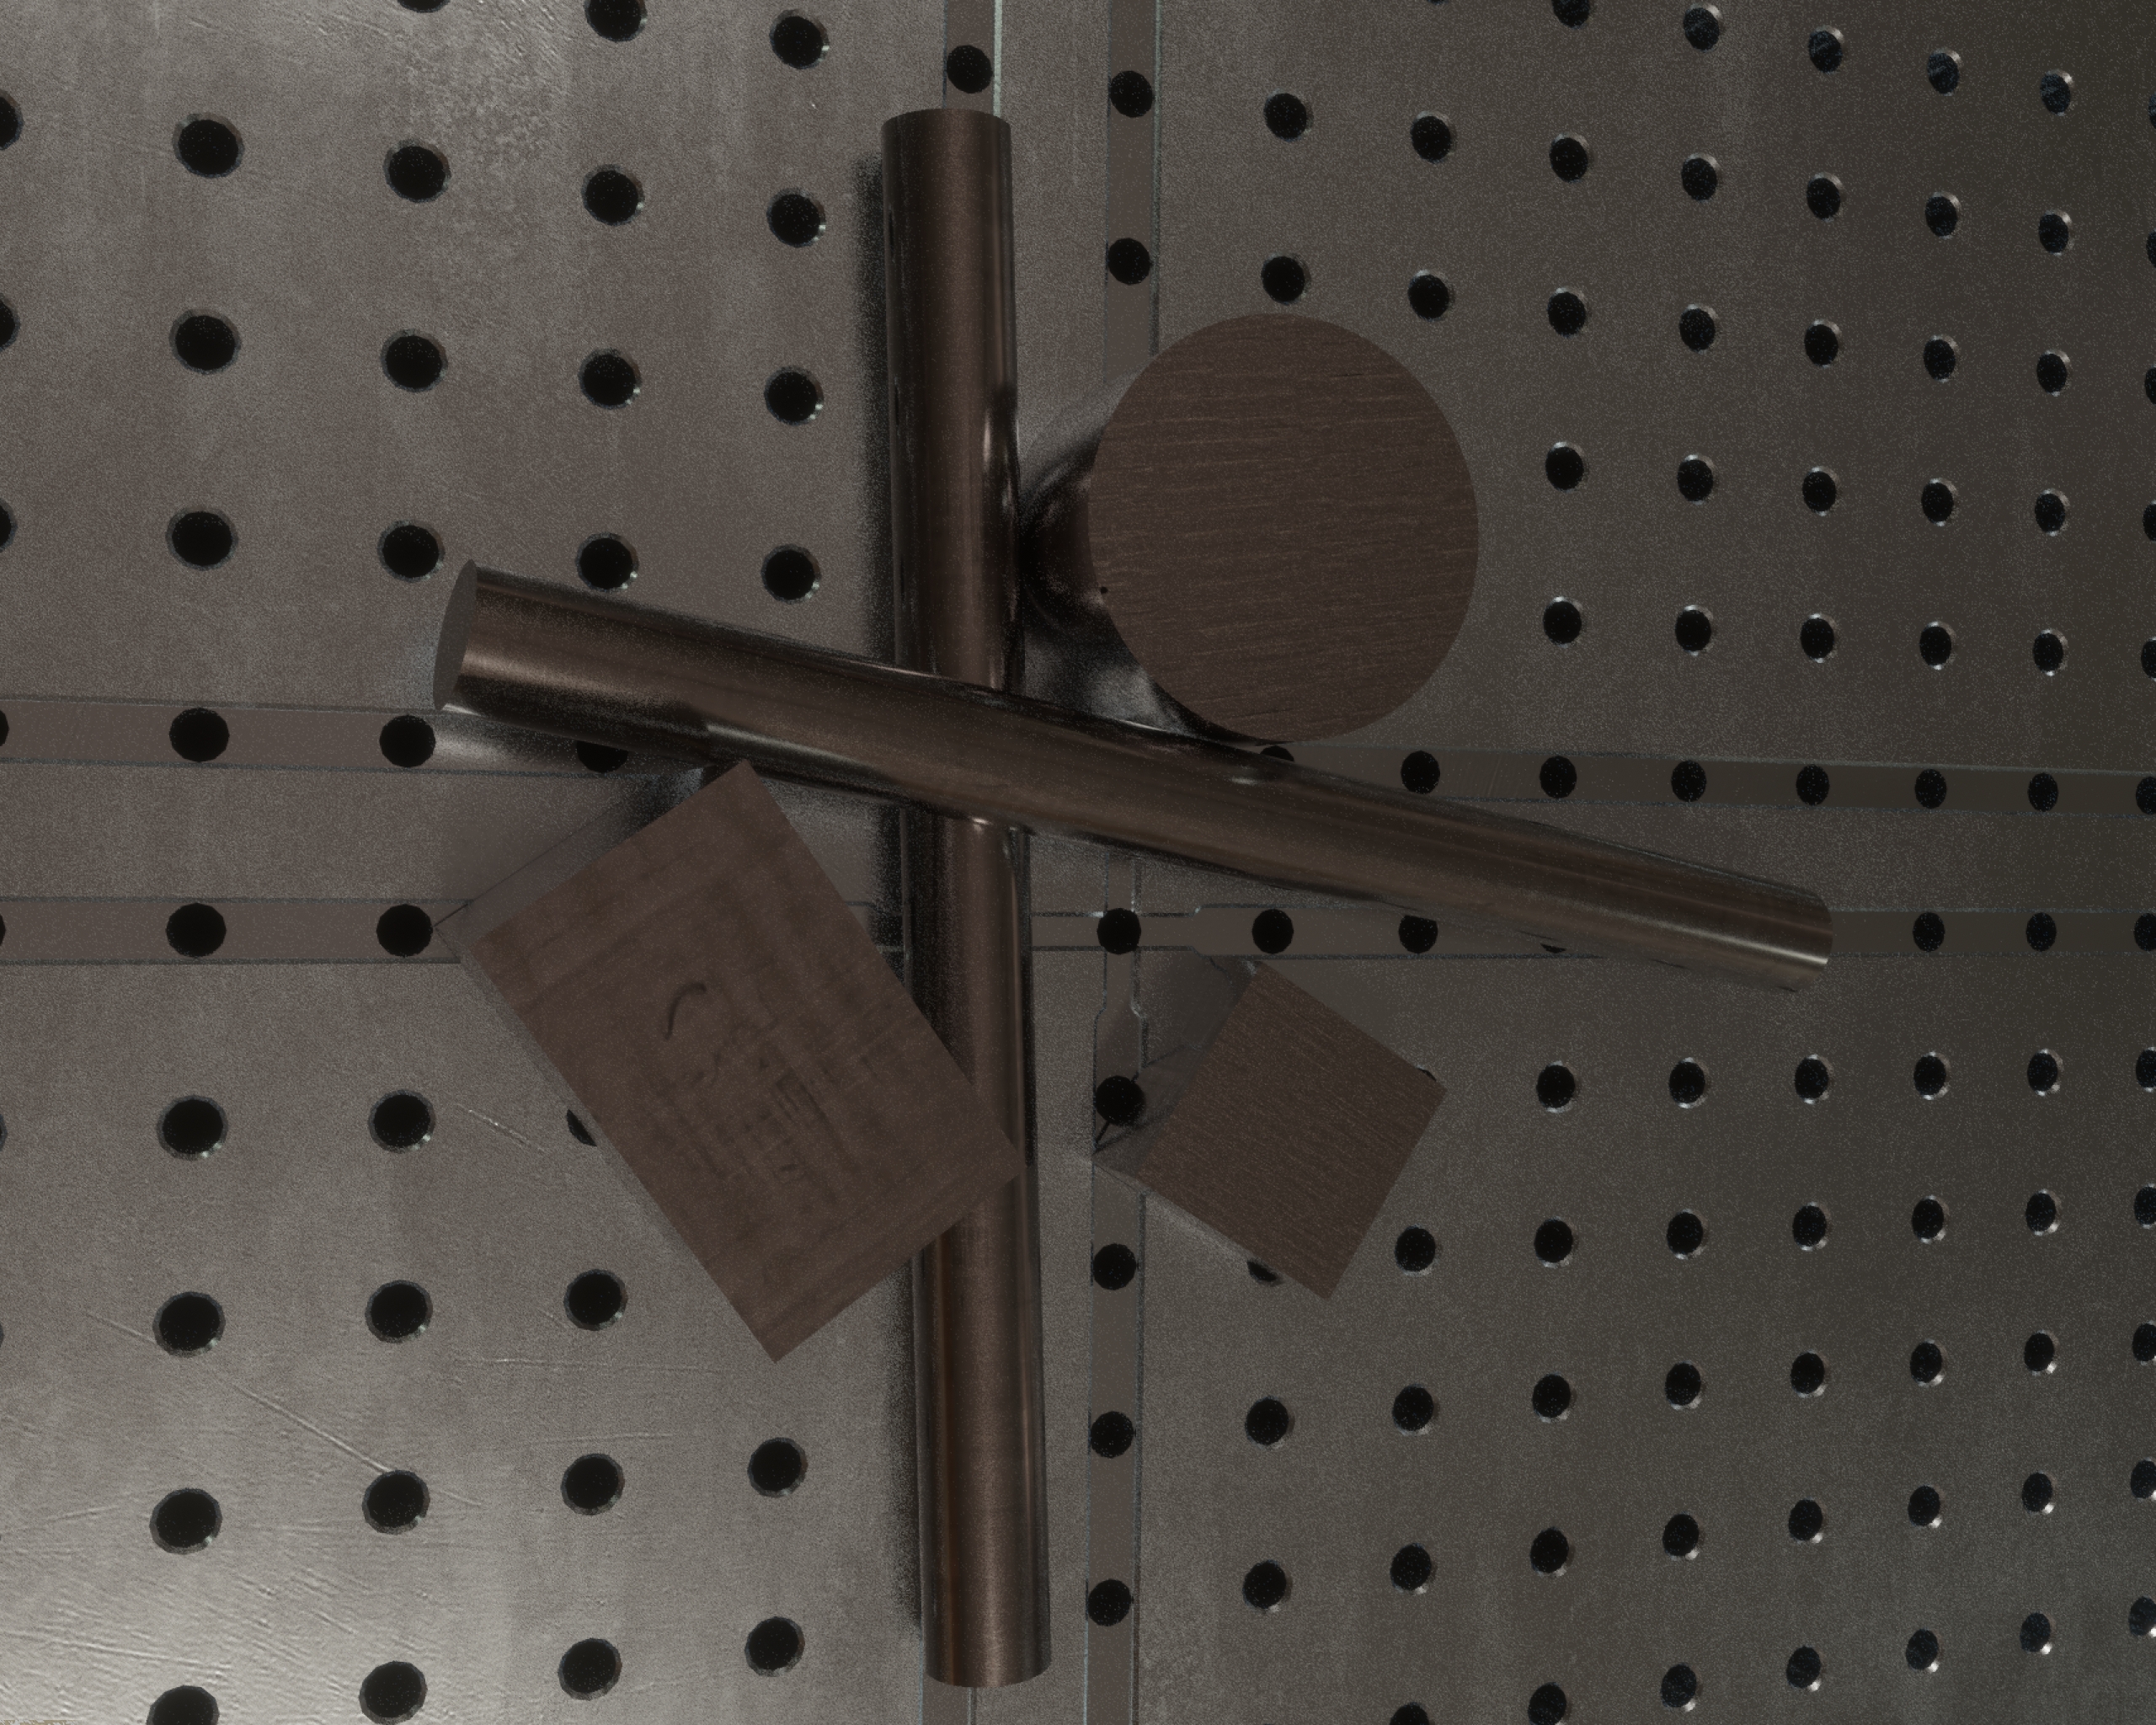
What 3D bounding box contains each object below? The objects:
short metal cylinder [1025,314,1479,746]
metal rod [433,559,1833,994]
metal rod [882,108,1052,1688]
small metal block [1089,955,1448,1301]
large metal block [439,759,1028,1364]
[{"bbox_3d":[0.031,-0.062,0.412,0.081,0.050,0.079,0,90,-21],"label":"short metal cylinder"},{"bbox_3d":[0.031,-0.009,0.405,0.302,0.025,0.025,12,86,-28],"label":"metal rod"},{"bbox_3d":[-0.022,0.007,0.406,0.025,0.025,0.298,-2,91,-20],"label":"metal rod"},{"bbox_3d":[0.039,0.054,0.429,0.050,0.025,0.050,35,79,-17],"label":"small metal block"},{"bbox_3d":[-0.063,0.031,0.360,0.050,0.080,0.080,-37,102,-16],"label":"large metal block"}]
